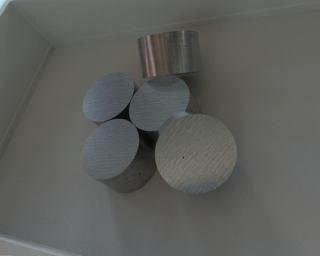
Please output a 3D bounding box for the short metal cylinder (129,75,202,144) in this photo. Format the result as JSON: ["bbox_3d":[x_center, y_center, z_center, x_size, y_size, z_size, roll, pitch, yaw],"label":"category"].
[{"bbox_3d":[0.008,-0.020,0.394,0.080,0.050,0.080,-13,56,20],"label":"short metal cylinder"}]

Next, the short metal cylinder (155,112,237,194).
[{"bbox_3d":[0.035,0.023,0.328,0.081,0.050,0.079,0,96,-1],"label":"short metal cylinder"}]

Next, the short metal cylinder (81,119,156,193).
[{"bbox_3d":[-0.050,0.035,0.390,0.080,0.050,0.080,-13,56,20],"label":"short metal cylinder"}]

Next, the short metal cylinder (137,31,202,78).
[{"bbox_3d":[0.013,-0.095,0.409,0.080,0.080,0.050,-3,99,26],"label":"short metal cylinder"}]

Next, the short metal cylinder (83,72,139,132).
[{"bbox_3d":[-0.060,-0.031,0.436,0.080,0.050,0.080,-13,56,20],"label":"short metal cylinder"}]
